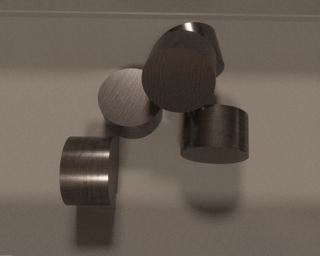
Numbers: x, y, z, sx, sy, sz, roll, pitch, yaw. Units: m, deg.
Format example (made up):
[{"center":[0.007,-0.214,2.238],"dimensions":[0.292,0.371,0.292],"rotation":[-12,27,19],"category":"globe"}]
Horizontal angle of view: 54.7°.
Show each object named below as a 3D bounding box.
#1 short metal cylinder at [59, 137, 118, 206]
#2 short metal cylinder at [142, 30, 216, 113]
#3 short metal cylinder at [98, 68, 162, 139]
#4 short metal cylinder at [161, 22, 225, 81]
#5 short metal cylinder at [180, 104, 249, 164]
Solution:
[{"center":[-0.079,0.050,0.361],"dimensions":[0.050,0.080,0.080],"rotation":[1,70,0],"category":"short metal cylinder"},{"center":[0.024,-0.064,0.354],"dimensions":[0.080,0.079,0.050],"rotation":[11,39,3],"category":"short metal cylinder"},{"center":[-0.037,-0.031,0.407],"dimensions":[0.081,0.050,0.080],"rotation":[0,70,0],"category":"short metal cylinder"},{"center":[0.041,-0.095,0.416],"dimensions":[0.081,0.080,0.050],"rotation":[-9,70,-4],"category":"short metal cylinder"},{"center":[0.067,0.010,0.378],"dimensions":[0.081,0.080,0.050],"rotation":[5,71,1],"category":"short metal cylinder"}]
